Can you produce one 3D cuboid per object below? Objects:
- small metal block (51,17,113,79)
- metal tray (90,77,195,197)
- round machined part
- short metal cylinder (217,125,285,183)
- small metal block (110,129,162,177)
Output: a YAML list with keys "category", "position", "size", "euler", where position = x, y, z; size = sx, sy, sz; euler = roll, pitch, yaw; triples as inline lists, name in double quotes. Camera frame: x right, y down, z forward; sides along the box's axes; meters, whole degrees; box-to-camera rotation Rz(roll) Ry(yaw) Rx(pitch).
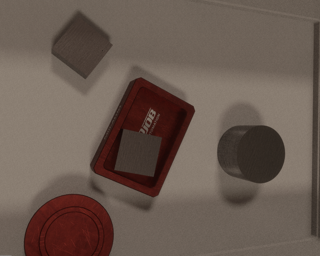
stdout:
- category: "small metal block"
  position: [-0.094, -0.096, 0.376]
  size: [0.050, 0.025, 0.050]
  euler: [38, 78, -16]
- category: "metal tray"
  position: [-0.021, 0.012, 0.401]
  size: [0.090, 0.030, 0.130]
  euler: [27, 81, -18]
- category: "round machined part"
  position: [-0.101, 0.125, 0.352]
  size: [0.099, 0.042, 0.098]
  euler: [6, 72, -19]
- category: "short metal cylinder"
  position: [0.131, 0.036, 0.447]
  size: [0.081, 0.050, 0.079]
  euler: [0, 90, -21]
- category: "small metal block"
  position: [-0.030, 0.031, 0.387]
  size: [0.050, 0.025, 0.050]
  euler: [13, 86, -20]
